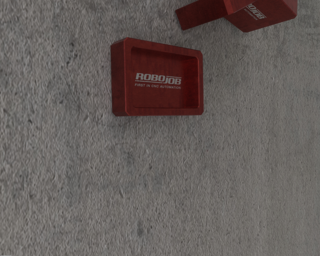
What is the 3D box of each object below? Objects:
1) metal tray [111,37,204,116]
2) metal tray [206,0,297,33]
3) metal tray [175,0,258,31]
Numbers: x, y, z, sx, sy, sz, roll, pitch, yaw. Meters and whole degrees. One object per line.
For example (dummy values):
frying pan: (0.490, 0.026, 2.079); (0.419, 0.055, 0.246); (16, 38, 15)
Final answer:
metal tray: (0.001, -0.061, 0.401); (0.131, 0.030, 0.089); (-2, 92, -40)
metal tray: (0.130, -0.189, 0.451); (0.131, 0.090, 0.030); (16, 76, -43)
metal tray: (0.096, -0.183, 0.441); (0.131, 0.090, 0.030); (-37, 113, -34)
